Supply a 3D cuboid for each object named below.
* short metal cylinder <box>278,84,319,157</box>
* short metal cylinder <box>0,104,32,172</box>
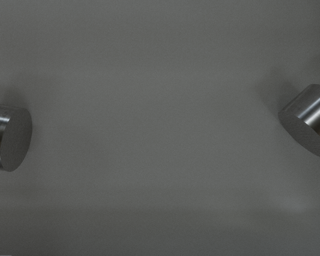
[{"bbox_3d":[0.197,-0.008,0.387,0.050,0.080,0.080,-42,91,0],"label":"short metal cylinder"},{"bbox_3d":[-0.200,0.010,0.381,0.050,0.080,0.080,10,90,0],"label":"short metal cylinder"}]
